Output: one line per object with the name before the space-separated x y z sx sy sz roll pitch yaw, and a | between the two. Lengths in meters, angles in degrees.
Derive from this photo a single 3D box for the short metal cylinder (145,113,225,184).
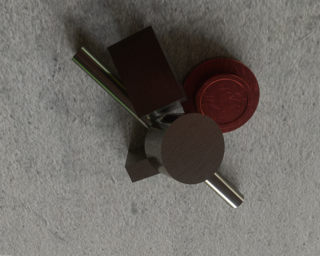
short metal cylinder | 0.028 0.022 0.366 0.081 0.050 0.079 -1 93 -23

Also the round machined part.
round machined part | 0.076 -0.038 0.388 0.099 0.042 0.097 0 110 -1

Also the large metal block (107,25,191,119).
large metal block | -0.008 -0.057 0.349 0.050 0.080 0.080 -25 86 10

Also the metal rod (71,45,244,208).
metal rod | 0.007 0.007 0.414 0.025 0.025 0.300 -43 105 14

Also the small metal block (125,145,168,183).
small metal block | -0.017 0.043 0.414 0.050 0.050 0.025 -20 108 6
